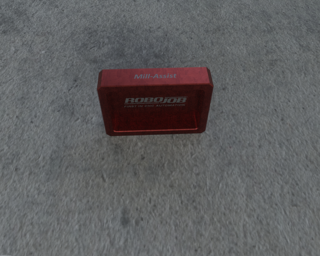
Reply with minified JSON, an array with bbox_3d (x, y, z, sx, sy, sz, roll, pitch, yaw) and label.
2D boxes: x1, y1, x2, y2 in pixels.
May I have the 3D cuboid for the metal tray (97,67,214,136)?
[{"bbox_3d":[-0.006,-0.030,0.386,0.131,0.089,0.030,-2,50,-2],"label":"metal tray"}]
